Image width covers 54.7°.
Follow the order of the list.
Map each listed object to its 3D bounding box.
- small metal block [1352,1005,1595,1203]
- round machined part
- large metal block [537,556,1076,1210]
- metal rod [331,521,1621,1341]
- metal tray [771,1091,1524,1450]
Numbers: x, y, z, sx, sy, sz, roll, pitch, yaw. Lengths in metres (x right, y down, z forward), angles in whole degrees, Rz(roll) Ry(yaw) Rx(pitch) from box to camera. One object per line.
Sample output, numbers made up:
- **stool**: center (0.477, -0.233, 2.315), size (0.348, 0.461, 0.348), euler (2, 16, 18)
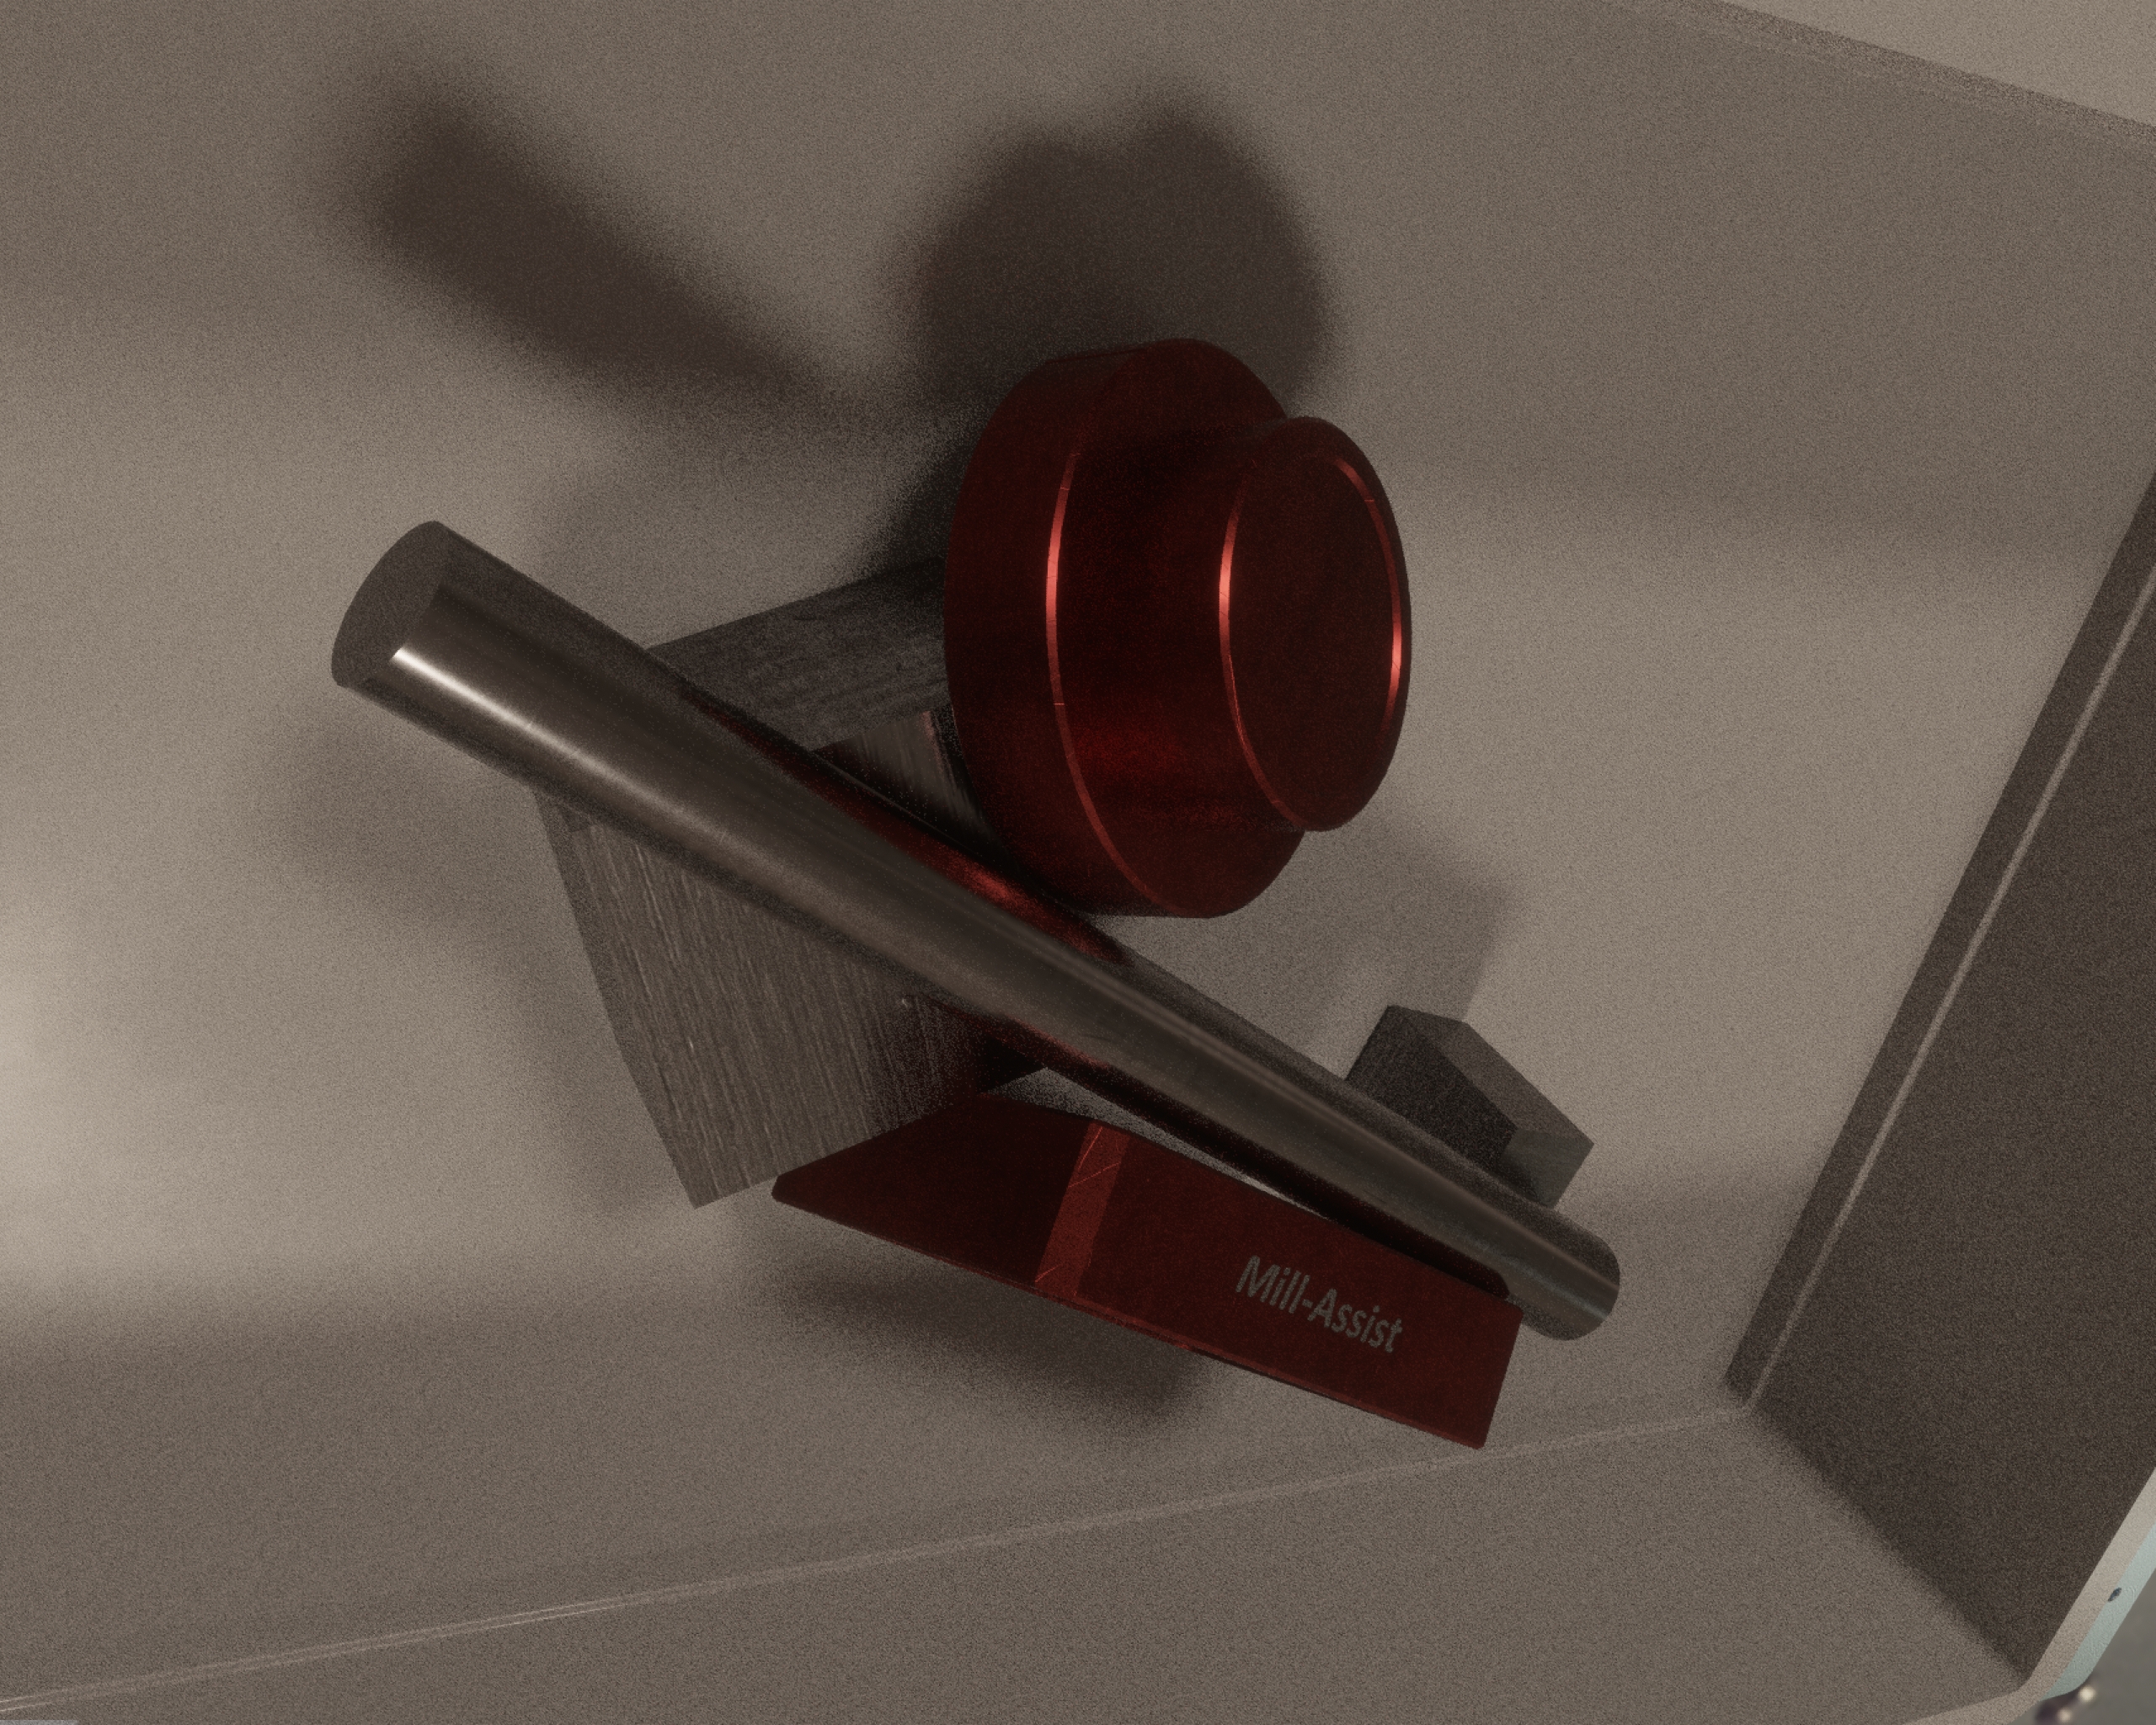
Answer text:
- **small metal block**: center (0.083, 0.069, 0.481), size (0.025, 0.050, 0.050), euler (16, 110, -35)
- **round machined part**: center (0.023, -0.039, 0.352), size (0.099, 0.042, 0.097), euler (-2, 93, -57)
- **large metal block**: center (-0.046, 0.002, 0.368), size (0.081, 0.050, 0.079), euler (-21, 127, -17)
- **metal rod**: center (0.009, 0.030, 0.365), size (0.301, 0.025, 0.025), euler (33, 100, -39)
- **metal tray**: center (0.016, 0.079, 0.419), size (0.131, 0.090, 0.030), euler (29, 75, -39)
